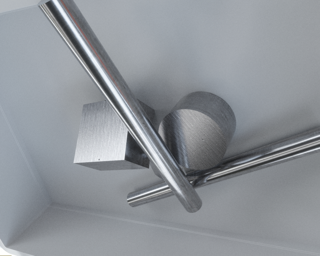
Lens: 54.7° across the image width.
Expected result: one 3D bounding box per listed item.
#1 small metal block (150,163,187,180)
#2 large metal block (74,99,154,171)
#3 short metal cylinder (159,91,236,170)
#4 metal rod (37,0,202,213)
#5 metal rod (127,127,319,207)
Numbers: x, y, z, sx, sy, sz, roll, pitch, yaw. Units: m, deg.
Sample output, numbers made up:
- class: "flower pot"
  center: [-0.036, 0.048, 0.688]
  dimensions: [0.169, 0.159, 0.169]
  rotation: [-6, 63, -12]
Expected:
- class: "small metal block"
  center: [0.004, 0.043, 0.416]
  dimensions: [0.050, 0.025, 0.050]
  rotation: [18, 138, 63]
- class: "large metal block"
  center: [-0.058, 0.010, 0.400]
  dimensions: [0.080, 0.080, 0.050]
  rotation: [-7, 158, 31]
- class: "short metal cylinder"
  center: [0.045, 0.003, 0.370]
  dimensions: [0.080, 0.050, 0.079]
  rotation: [13, 124, 20]
- class: "metal rod"
  center: [-0.019, 0.002, 0.324]
  dimensions: [0.025, 0.025, 0.299]
  rotation: [-6, 134, 30]
- class: "metal rod"
  center: [0.064, 0.063, 0.412]
  dimensions: [0.299, 0.025, 0.025]
  rotation: [-26, 104, 36]
